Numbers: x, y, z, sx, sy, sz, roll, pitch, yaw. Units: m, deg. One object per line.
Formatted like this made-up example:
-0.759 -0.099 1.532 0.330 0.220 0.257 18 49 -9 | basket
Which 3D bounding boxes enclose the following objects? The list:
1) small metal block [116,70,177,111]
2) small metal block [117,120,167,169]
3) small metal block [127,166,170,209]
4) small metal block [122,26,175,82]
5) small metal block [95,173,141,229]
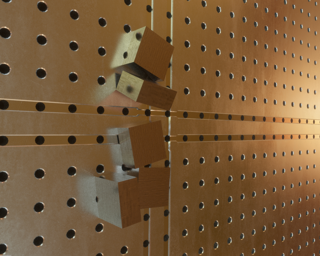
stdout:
-0.017 -0.045 0.374 0.050 0.050 0.025 13 103 -39 | small metal block
-0.022 0.019 0.390 0.050 0.025 0.050 -15 99 -39 | small metal block
-0.015 0.074 0.396 0.050 0.025 0.050 6 86 -40 | small metal block
-0.014 -0.092 0.396 0.050 0.025 0.050 27 73 -37 | small metal block
-0.048 0.080 0.352 0.025 0.050 0.050 -8 96 -40 | small metal block
